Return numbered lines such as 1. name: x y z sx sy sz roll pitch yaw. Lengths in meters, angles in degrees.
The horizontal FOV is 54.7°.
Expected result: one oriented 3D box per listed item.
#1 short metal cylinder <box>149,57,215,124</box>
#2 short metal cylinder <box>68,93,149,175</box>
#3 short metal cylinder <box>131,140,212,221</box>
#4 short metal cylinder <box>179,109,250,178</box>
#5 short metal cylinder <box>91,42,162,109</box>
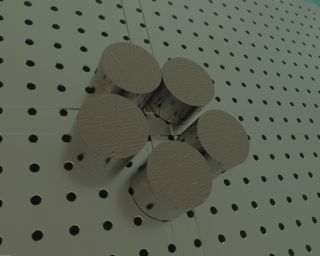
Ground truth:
1. short metal cylinder: 0.029 -0.052 0.438 0.081 0.050 0.080 13 57 -21
2. short metal cylinder: -0.059 0.007 0.355 0.081 0.050 0.080 13 56 -21
3. short metal cylinder: 0.013 0.061 0.360 0.081 0.050 0.080 13 56 -20
4. short metal cylinder: 0.072 0.022 0.416 0.081 0.050 0.080 13 57 -22
5. short metal cylinder: -0.045 -0.065 0.407 0.081 0.050 0.080 14 56 -21
